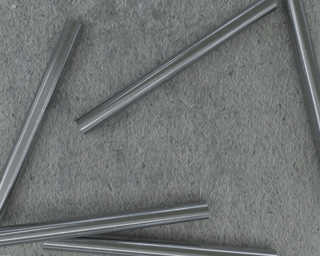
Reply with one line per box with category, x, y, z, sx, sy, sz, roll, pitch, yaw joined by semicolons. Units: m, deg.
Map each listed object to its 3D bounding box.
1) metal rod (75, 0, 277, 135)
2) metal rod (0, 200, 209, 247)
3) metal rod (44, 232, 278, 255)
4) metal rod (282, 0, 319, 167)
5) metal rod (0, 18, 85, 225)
metal rod;0.021;-0.084;0.410;0.301;0.025;0.025;-34;90;-1
metal rod;-0.088;0.124;0.395;0.302;0.025;0.025;-6;90;-6
metal rod;0.002;0.161;0.410;0.302;0.025;0.025;5;90;-1
metal rod;0.207;-0.037;0.412;0.025;0.025;0.298;-13;90;0
metal rod;-0.169;-0.001;0.407;0.025;0.025;0.299;23;90;-1
